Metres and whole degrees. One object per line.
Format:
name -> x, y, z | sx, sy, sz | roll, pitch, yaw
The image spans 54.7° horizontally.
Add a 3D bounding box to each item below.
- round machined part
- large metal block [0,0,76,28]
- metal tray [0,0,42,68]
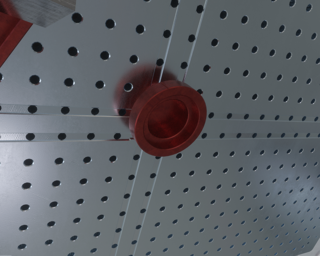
round machined part -> 0.007, -0.015, 0.394 | 0.099, 0.042, 0.097 | -14, 124, -21
large metal block -> -0.107, -0.131, 0.225 | 0.081, 0.050, 0.080 | 10, 82, -44
metal tray -> -0.175, -0.108, 0.245 | 0.130, 0.030, 0.090 | 34, 99, -39
